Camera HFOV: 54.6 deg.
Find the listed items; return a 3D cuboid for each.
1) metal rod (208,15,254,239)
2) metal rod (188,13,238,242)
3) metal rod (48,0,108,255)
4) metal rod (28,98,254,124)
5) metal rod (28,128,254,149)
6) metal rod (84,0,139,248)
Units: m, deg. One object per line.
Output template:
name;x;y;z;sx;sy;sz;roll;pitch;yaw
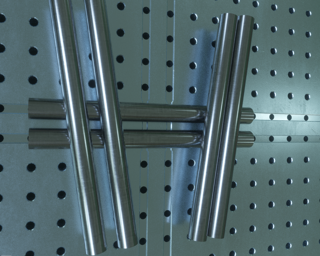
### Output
metal rod;0.096;-0.004;0.422;0.025;0.025;0.299;10;87;-20
metal rod;0.071;-0.003;0.413;0.025;0.025;0.299;10;87;-20
metal rod;-0.093;-0.006;0.352;0.025;0.025;0.298;-9;93;-20
metal rod;-0.009;-0.020;0.409;0.302;0.025;0.025;1;90;-20
metal rod;-0.009;0.015;0.410;0.302;0.025;0.025;1;90;-20
metal rod;-0.057;-0.009;0.365;0.025;0.025;0.298;-8;93;-20
